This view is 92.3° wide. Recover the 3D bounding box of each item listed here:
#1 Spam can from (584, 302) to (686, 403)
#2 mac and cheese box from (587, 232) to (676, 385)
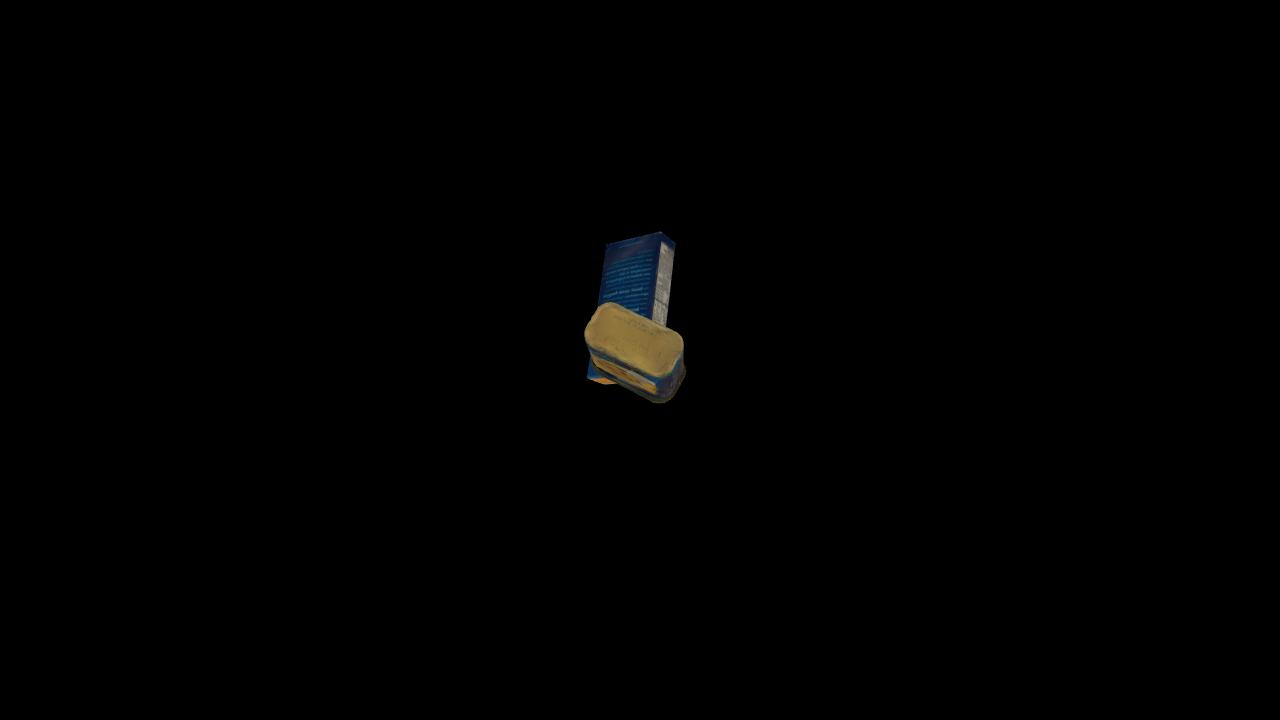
[{"bbox_3d":[-0.004,-0.007,0.632,0.101,0.058,0.085,26,-15,12],"label":"Spam can"},{"bbox_3d":[-0.010,-0.063,0.769,0.093,0.184,0.041,-5,-19,37],"label":"mac and cheese box"}]
